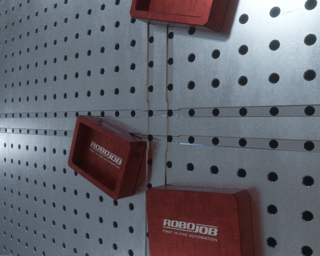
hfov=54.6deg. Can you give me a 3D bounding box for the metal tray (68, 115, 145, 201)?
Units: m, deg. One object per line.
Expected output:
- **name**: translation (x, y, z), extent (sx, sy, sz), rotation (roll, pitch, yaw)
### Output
- **metal tray**: translation (-0.087, 0.041, 0.479), extent (0.130, 0.030, 0.089), rotation (24, 105, 37)

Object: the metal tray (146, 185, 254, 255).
- **metal tray**: translation (0.043, 0.118, 0.372), extent (0.130, 0.030, 0.090), rotation (-6, 86, 40)

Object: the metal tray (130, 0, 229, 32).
- **metal tray**: translation (0.025, -0.175, 0.386), extent (0.130, 0.030, 0.089), rotation (23, 104, 38)
